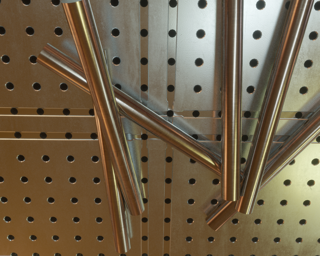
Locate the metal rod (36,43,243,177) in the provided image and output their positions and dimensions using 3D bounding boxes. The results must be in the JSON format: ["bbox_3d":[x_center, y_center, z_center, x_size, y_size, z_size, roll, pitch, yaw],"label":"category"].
[{"bbox_3d":[-0.011,-0.007,0.392,0.301,0.025,0.025,33,107,-18],"label":"metal rod"}]

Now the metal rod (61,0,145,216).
[{"bbox_3d":[-0.056,0.001,0.370,0.025,0.025,0.298,-8,126,3],"label":"metal rod"}]

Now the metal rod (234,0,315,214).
[{"bbox_3d":[0.142,-0.030,0.389,0.025,0.025,0.298,10,105,-4],"label":"metal rod"}]

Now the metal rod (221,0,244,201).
[{"bbox_3d":[0.087,-0.053,0.378,0.025,0.025,0.298,-3,104,1],"label":"metal rod"}]

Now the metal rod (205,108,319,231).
[{"bbox_3d":[0.173,0.036,0.427,0.025,0.025,0.299,38,106,-13],"label":"metal rod"}]

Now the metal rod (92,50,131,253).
[{"bbox_3d":[-0.068,0.046,0.429,0.025,0.025,0.298,-4,110,1],"label":"metal rod"}]
